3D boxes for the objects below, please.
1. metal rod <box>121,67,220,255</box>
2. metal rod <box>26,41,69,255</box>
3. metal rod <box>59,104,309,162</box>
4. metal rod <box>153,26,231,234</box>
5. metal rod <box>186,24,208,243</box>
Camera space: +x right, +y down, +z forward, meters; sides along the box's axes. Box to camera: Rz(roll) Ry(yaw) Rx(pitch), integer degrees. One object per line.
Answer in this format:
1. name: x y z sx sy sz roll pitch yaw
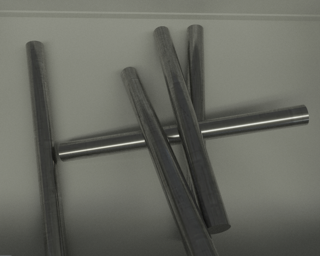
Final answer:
1. metal rod: 0.001 0.025 0.337 0.025 0.025 0.300 -18 47 -6
2. metal rod: -0.149 0.017 0.402 0.025 0.025 0.299 -12 70 -4
3. metal rod: 0.024 0.008 0.382 0.301 0.025 0.025 -9 70 6
4. metal rod: 0.027 -0.024 0.372 0.025 0.025 0.300 -9 53 -4
5. metal rod: 0.048 -0.007 0.412 0.025 0.025 0.299 2 70 0
